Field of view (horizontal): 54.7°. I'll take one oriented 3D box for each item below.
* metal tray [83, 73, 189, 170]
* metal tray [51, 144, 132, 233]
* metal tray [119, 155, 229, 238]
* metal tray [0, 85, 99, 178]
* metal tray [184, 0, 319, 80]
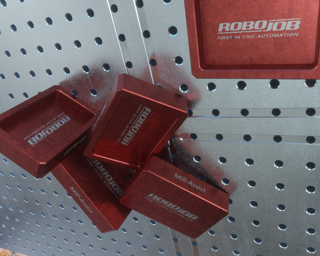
[{"bbox_3d":[-0.034,0.000,0.398,0.091,0.030,0.129,19,132,-21],"label":"metal tray"},{"bbox_3d":[-0.090,0.078,0.462,0.030,0.090,0.130,-27,104,37],"label":"metal tray"},{"bbox_3d":[0.019,0.101,0.439,0.131,0.030,0.089,28,129,-9],"label":"metal tray"},{"bbox_3d":[-0.150,-0.002,0.419,0.090,0.131,0.030,33,128,6],"label":"metal tray"},{"bbox_3d":[0.093,-0.095,0.299,0.130,0.030,0.089,5,121,25],"label":"metal tray"}]
